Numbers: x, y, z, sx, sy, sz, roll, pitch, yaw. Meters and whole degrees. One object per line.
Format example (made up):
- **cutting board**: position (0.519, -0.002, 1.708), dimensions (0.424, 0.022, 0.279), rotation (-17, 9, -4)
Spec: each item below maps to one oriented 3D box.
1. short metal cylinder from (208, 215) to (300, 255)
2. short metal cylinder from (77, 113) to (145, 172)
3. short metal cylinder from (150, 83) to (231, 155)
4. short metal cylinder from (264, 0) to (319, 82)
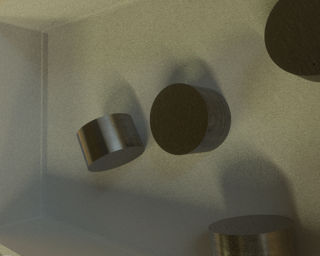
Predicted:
- **short metal cylinder**: position (0.090, 0.117, 0.297), dimensions (0.080, 0.081, 0.050), rotation (-12, 82, 39)
- **short metal cylinder**: position (-0.068, 0.021, 0.427), dimensions (0.080, 0.081, 0.050), rotation (-36, 68, 34)
- **short metal cylinder**: position (0.035, -0.010, 0.362), dimensions (0.080, 0.050, 0.080), rotation (0, 90, 40)
- **short metal cylinder**: position (0.141, -0.083, 0.274), dimensions (0.080, 0.050, 0.080), rotation (0, 90, 40)
